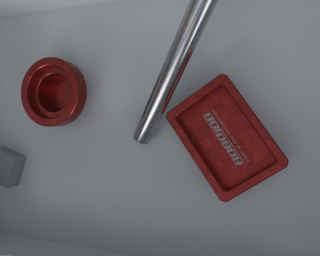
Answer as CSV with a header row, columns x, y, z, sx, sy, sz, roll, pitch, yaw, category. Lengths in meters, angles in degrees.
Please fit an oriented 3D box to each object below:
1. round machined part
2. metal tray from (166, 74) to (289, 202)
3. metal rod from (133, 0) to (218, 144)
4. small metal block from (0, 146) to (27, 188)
x,y,z,sx,sy,sz,roll,pitch,yaw,category
-0.149,-0.051,0.452,0.098,0.042,0.097,0,90,19,round machined part
0.080,0.012,0.379,0.090,0.030,0.130,-36,79,16,metal tray
0.028,-0.094,0.330,0.025,0.025,0.298,38,129,15,metal rod
-0.249,0.062,0.496,0.050,0.025,0.050,20,96,18,small metal block
